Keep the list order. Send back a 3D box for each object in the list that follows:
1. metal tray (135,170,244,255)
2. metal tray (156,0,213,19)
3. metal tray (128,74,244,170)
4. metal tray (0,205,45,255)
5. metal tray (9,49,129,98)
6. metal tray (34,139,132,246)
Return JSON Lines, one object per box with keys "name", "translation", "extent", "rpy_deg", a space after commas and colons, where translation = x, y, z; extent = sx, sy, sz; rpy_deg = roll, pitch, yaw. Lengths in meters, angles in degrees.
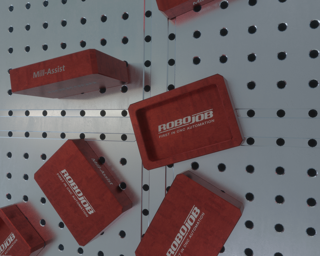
{"name": "metal tray", "translation": [0.036, 0.132, 0.398], "extent": [0.090, 0.030, 0.129], "rpy_deg": [30, 100, 17]}
{"name": "metal tray", "translation": [0.051, -0.208, 0.392], "extent": [0.130, 0.030, 0.090], "rpy_deg": [-18, 84, 19]}
{"name": "metal tray", "translation": [0.032, -0.005, 0.398], "extent": [0.130, 0.030, 0.090], "rpy_deg": [-18, 84, 19]}
{"name": "metal tray", "translation": [-0.257, 0.200, 0.501], "extent": [0.090, 0.030, 0.130], "rpy_deg": [44, 104, 14]}
{"name": "metal tray", "translation": [-0.121, -0.069, 0.421], "extent": [0.130, 0.090, 0.030], "rpy_deg": [-9, 87, 20]}
{"name": "metal tray", "translation": [-0.114, 0.091, 0.451], "extent": [0.090, 0.030, 0.130], "rpy_deg": [-43, 77, 15]}
